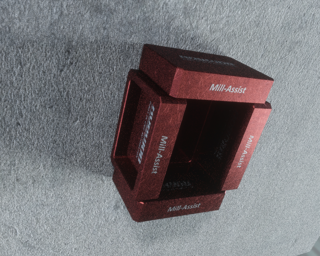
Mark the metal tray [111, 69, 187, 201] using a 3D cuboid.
[{"bbox_3d":[-0.019,0.007,0.361,0.030,0.090,0.129,1,118,-29],"label":"metal tray"}]

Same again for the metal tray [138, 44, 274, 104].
[{"bbox_3d":[0.052,-0.062,0.357,0.131,0.090,0.030,1,118,-29],"label":"metal tray"}]

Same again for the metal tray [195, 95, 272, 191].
[{"bbox_3d":[0.087,0.008,0.420,0.030,0.090,0.129,1,118,-29],"label":"metal tray"}]

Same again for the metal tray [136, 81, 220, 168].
[{"bbox_3d":[0.021,-0.007,0.413,0.091,0.030,0.129,1,118,-29],"label":"metal tray"}]

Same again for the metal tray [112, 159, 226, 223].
[{"bbox_3d":[0.012,0.078,0.422,0.131,0.090,0.030,1,118,-29],"label":"metal tray"}]
